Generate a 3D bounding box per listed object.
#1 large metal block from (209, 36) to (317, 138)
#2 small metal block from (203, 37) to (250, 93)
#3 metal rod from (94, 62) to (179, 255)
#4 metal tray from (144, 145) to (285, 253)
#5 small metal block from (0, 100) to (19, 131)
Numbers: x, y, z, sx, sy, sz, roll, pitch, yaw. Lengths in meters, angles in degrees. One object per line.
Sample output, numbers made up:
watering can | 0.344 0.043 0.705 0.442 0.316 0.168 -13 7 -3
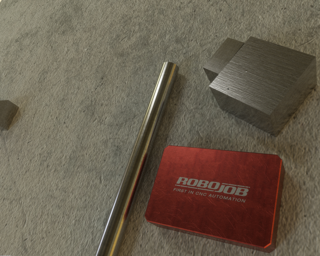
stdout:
large metal block | 0.118 -0.049 0.355 0.080 0.050 0.080 34 81 38
small metal block | 0.086 -0.075 0.388 0.025 0.050 0.050 33 80 38
metal rod | -0.027 0.043 0.390 0.025 0.025 0.300 4 64 30
metal tray | 0.057 0.069 0.328 0.130 0.030 0.090 3 63 29
small metal block | -0.297 -0.023 0.570 0.050 0.025 0.050 0 61 27
